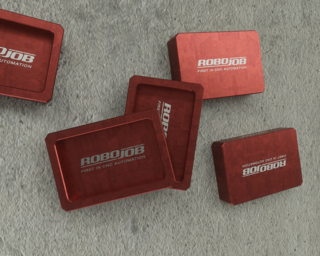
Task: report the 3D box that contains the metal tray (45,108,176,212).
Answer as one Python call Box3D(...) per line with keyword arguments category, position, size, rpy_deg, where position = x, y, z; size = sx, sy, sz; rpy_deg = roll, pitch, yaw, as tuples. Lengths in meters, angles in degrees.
Box3D(category="metal tray", position=(-0.055, 0.035, 0.357), size=(0.131, 0.030, 0.090), rpy_deg=(-14, 90, 2))

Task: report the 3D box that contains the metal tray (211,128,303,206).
Box3D(category="metal tray", position=(0.146, 0.054, 0.460), size=(0.131, 0.030, 0.089), rpy_deg=(-10, 94, -20))

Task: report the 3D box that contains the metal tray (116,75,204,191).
Box3D(category="metal tray", position=(0.000, 0.006, 0.385), size=(0.091, 0.030, 0.129), rpy_deg=(8, 90, 2))

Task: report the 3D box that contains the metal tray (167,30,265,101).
Box3D(category="metal tray", position=(0.081, -0.087, 0.436), size=(0.131, 0.030, 0.089), rpy_deg=(-8, 93, -20))

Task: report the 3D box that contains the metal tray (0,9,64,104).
Box3D(category="metal tray", position=(-0.180, -0.082, 0.339), size=(0.131, 0.030, 0.090), rpy_deg=(10, 87, -20))
